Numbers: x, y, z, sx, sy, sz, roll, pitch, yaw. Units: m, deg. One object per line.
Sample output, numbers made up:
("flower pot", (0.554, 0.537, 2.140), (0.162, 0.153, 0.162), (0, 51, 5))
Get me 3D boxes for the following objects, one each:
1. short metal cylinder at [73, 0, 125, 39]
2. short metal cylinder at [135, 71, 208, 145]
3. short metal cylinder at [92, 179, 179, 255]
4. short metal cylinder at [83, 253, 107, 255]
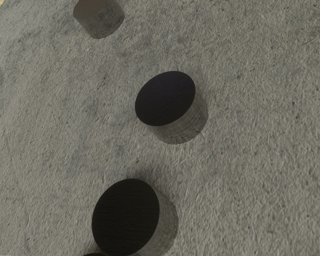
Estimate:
("short metal cylinder", (-0.114, -0.214, 0.580), (0.080, 0.050, 0.080), (-13, 56, 21))
("short metal cylinder", (0.015, -0.026, 0.395), (0.080, 0.050, 0.080), (-13, 56, 21))
("short metal cylinder", (-0.026, 0.102, 0.339), (0.080, 0.050, 0.080), (-13, 56, 21))
("short metal cylinder", (-0.058, 0.173, 0.312), (0.080, 0.050, 0.080), (-13, 56, 21))
